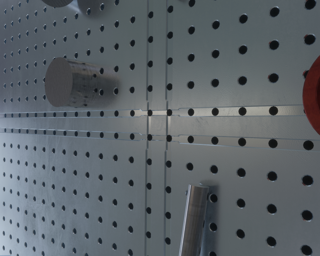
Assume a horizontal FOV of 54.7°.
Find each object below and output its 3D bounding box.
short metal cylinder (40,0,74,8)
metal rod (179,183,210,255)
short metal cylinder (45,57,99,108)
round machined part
[{"bbox_3d":[-0.186,-0.254,0.527,0.050,0.081,0.079,37,113,34],"label":"short metal cylinder"},{"bbox_3d":[0.026,0.216,0.366,0.025,0.025,0.298,7,88,40],"label":"metal rod"},{"bbox_3d":[-0.147,-0.073,0.515,0.080,0.050,0.080,0,90,40],"label":"short metal cylinder"},{"bbox_3d":[0.175,-0.028,0.254,0.098,0.042,0.097,0,90,40],"label":"round machined part"}]
